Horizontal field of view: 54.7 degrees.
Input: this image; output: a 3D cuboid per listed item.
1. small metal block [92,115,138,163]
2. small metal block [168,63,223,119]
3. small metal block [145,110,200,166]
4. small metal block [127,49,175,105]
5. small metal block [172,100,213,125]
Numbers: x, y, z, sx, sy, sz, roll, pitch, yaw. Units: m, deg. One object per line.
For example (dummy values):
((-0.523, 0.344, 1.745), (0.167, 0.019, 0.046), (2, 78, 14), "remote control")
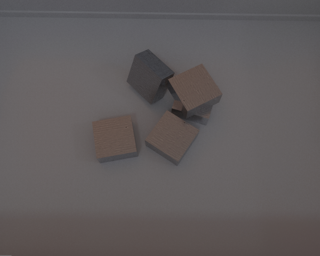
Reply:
((-0.058, 0.015, 0.404), (0.050, 0.025, 0.050), (-10, 70, -4), "small metal block")
((0.044, -0.048, 0.401), (0.050, 0.025, 0.050), (-26, 72, -9), "small metal block")
((0.016, 0.013, 0.405), (0.050, 0.025, 0.050), (33, 73, 11), "small metal block")
((-0.014, -0.068, 0.418), (0.050, 0.050, 0.025), (44, 51, 14), "small metal block")
((0.047, -0.037, 0.423), (0.050, 0.025, 0.050), (16, 71, 6), "small metal block")
